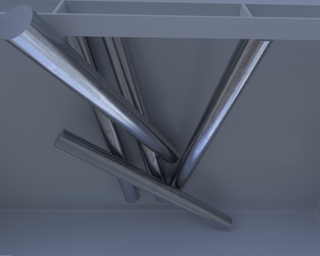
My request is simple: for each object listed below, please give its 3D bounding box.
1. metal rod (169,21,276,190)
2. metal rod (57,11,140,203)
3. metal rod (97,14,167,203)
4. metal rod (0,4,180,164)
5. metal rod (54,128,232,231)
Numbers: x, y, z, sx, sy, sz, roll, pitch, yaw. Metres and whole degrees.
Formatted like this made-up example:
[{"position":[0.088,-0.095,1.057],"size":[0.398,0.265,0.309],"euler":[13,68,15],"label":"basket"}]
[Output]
[{"position":[0.054,0.007,0.369],"size":[0.025,0.025,0.298],"euler":[8,144,-7],"label":"metal rod"},{"position":[-0.068,-0.001,0.407],"size":[0.025,0.025,0.298],"euler":[-7,130,5],"label":"metal rod"},{"position":[-0.023,0.001,0.409],"size":[0.025,0.025,0.298],"euler":[-9,130,7],"label":"metal rod"},{"position":[-0.034,-0.012,0.314],"size":[0.025,0.025,0.300],"euler":[-18,155,14],"label":"metal rod"},{"position":[-0.008,0.083,0.445],"size":[0.301,0.025,0.025],"euler":[32,123,-24],"label":"metal rod"}]
